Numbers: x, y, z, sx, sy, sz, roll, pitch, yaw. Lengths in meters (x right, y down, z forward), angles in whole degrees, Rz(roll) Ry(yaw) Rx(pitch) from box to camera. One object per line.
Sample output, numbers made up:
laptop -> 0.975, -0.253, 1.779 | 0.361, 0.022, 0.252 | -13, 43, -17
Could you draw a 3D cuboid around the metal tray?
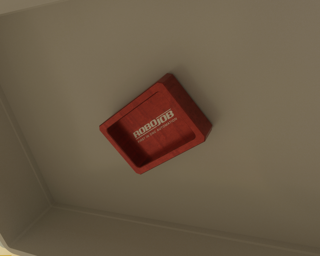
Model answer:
metal tray -> -0.009, 0.000, 0.407 | 0.130, 0.030, 0.090 | -32, 101, 38
